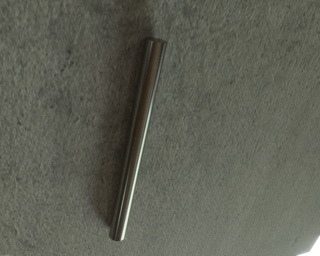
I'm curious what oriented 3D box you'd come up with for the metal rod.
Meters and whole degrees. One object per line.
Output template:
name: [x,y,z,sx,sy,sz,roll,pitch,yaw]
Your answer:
metal rod: [-0.035,0.033,0.409,0.025,0.025,0.298,-2,119,-28]
